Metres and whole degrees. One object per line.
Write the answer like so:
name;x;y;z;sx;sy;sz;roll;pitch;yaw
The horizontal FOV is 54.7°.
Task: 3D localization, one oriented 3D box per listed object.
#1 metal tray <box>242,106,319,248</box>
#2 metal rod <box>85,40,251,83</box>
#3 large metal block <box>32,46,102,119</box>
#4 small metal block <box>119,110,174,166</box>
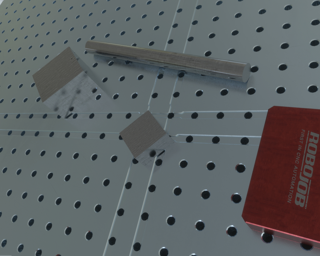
metal tray;0.142;0.043;0.304;0.090;0.030;0.130;8;65;31
metal rod;-0.008;-0.109;0.477;0.300;0.025;0.025;18;71;34
large metal block;-0.157;-0.077;0.519;0.080;0.050;0.080;-38;51;2
small metal block;-0.018;0.013;0.409;0.050;0.025;0.050;-39;51;1
